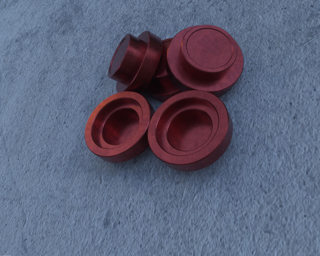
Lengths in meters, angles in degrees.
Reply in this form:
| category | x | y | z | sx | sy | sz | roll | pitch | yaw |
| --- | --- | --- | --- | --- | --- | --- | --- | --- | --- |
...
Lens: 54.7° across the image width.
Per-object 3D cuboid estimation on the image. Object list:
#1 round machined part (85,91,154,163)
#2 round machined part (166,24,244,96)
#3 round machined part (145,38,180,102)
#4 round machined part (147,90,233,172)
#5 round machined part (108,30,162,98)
| category | x | y | z | sx | sy | sz | roll | pitch | yaw |
| --- | --- | --- | --- | --- | --- | --- | --- | --- | --- |
| round machined part | -0.048 | 0.002 | 0.417 | 0.098 | 0.042 | 0.098 | -13 | 56 | 20 |
| round machined part | 0.058 | -0.090 | 0.390 | 0.099 | 0.042 | 0.098 | 2 | 71 | -5 |
| round machined part | 0.015 | -0.088 | 0.438 | 0.098 | 0.042 | 0.098 | -13 | 56 | 20 |
| round machined part | 0.038 | 0.007 | 0.369 | 0.098 | 0.042 | 0.098 | -13 | 56 | 20 |
| round machined part | -0.041 | -0.094 | 0.442 | 0.098 | 0.042 | 0.098 | -44 | 33 | 40 |
